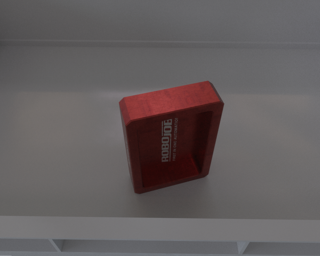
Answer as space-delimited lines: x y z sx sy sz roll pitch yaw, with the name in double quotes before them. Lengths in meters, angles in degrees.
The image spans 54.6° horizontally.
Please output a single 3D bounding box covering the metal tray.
"metal tray" 0.011 0.016 0.324 0.091 0.129 0.030 -13 51 -10
